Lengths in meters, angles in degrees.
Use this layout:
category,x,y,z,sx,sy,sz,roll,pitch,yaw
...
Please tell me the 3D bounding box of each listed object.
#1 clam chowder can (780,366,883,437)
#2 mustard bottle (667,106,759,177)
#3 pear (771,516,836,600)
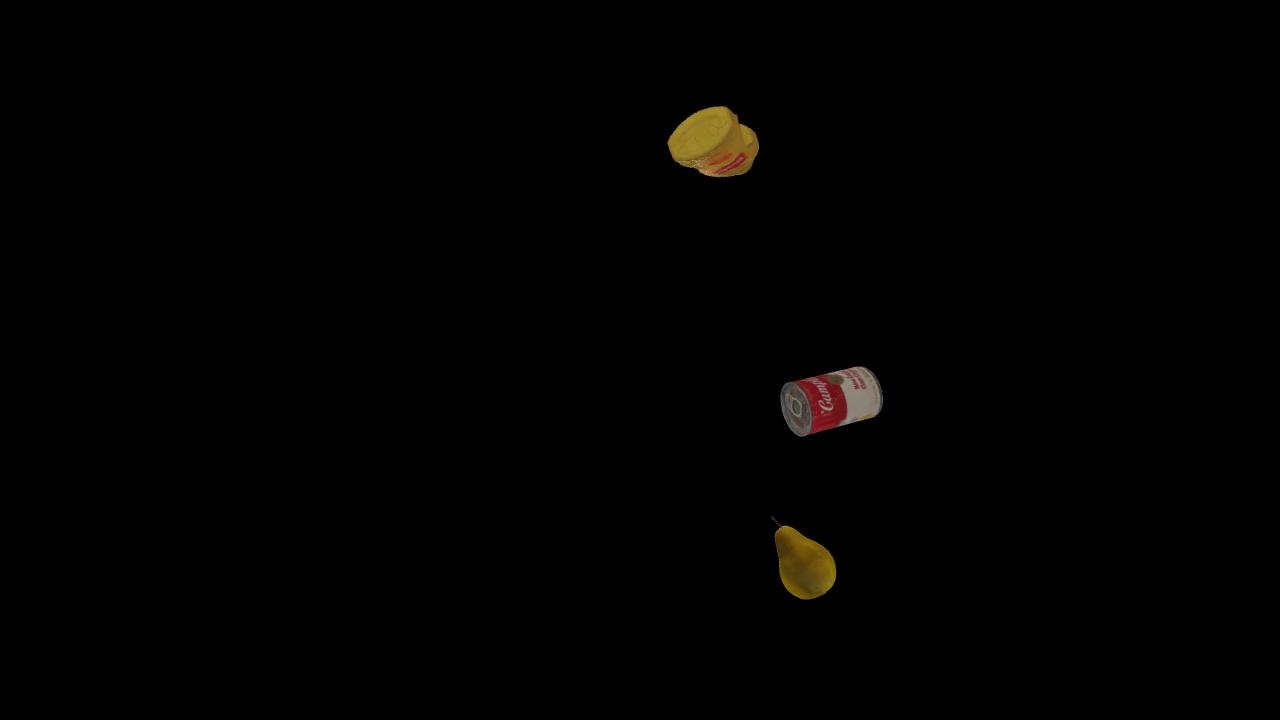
category,x,y,z,sx,sy,sz,roll,pitch,yaw
clam chowder can,0.233,0.050,0.751,0.102,0.068,0.068,-12,3,-15
mustard bottle,0.115,-0.287,0.840,0.092,0.054,0.184,-29,-9,27
pear,0.212,0.259,0.823,0.080,0.111,0.080,-32,-9,-6
